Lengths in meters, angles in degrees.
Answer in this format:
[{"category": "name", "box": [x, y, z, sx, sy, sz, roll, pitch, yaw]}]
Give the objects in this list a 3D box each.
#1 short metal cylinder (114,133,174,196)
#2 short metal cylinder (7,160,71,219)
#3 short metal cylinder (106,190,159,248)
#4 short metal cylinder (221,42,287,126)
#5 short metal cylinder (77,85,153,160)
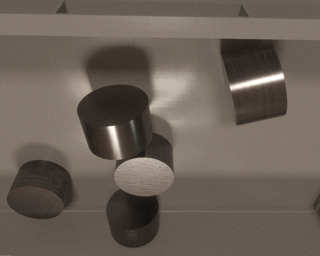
[{"category": "short metal cylinder", "box": [-0.021, 0.052, 0.436, 0.081, 0.050, 0.079, 0, 130, 0]}, {"category": "short metal cylinder", "box": [-0.181, 0.094, 0.470, 0.081, 0.050, 0.079, 0, 130, 0]}, {"category": "short metal cylinder", "box": [-0.042, 0.140, 0.492, 0.081, 0.080, 0.050, -1, 130, 1]}, {"category": "short metal cylinder", "box": [0.099, -0.046, 0.335, 0.050, 0.080, 0.080, -13, 129, 10]}, {"category": "short metal cylinder", "box": [-0.051, -0.009, 0.365, 0.080, 0.080, 0.050, -4, 130, 3]}]
